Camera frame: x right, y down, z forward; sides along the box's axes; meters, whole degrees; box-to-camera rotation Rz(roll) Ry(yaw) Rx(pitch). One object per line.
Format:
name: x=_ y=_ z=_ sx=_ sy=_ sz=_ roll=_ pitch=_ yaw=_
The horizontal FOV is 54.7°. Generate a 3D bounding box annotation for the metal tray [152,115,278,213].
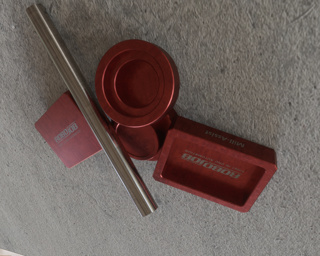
metal tray: x=0.064 y=0.047 z=0.386 sx=0.131 sy=0.030 sz=0.089 roll=20 pitch=127 yaw=3

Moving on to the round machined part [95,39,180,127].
round machined part: x=-0.023 y=-0.051 z=0.364 sx=0.098 sy=0.042 sz=0.097 roll=3 pitch=98 yaw=21

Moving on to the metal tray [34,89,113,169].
metal tray: x=-0.127 y=0.003 z=0.460 sx=0.130 sy=0.030 sz=0.090 roll=-29 pitch=100 yaw=46

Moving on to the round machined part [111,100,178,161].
round machined part: x=-0.024 y=0.004 z=0.413 sx=0.098 sy=0.042 sz=0.097 roll=13 pitch=124 yaw=21

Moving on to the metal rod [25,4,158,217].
metal rod: x=-0.088 y=-0.023 z=0.397 sx=0.025 sy=0.025 sz=0.299 roll=-31 pitch=89 yaw=38
